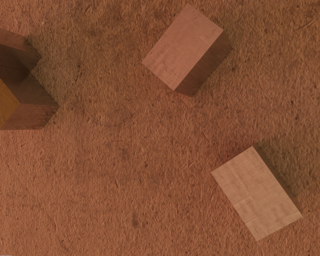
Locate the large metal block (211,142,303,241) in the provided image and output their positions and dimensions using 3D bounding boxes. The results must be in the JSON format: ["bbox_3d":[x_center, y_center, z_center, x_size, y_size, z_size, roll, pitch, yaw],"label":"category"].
[{"bbox_3d":[0.107,0.064,0.342,0.050,0.080,0.080,-36,79,16],"label":"large metal block"}]

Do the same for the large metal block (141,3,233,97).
[{"bbox_3d":[0.036,-0.086,0.367,0.050,0.080,0.080,43,104,15],"label":"large metal block"}]

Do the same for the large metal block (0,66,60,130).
[{"bbox_3d":[-0.211,-0.043,0.454,0.050,0.080,0.080,-47,76,14],"label":"large metal block"}]

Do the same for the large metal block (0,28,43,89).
[{"bbox_3d":[-0.242,-0.102,0.465,0.050,0.080,0.080,47,104,14],"label":"large metal block"}]
